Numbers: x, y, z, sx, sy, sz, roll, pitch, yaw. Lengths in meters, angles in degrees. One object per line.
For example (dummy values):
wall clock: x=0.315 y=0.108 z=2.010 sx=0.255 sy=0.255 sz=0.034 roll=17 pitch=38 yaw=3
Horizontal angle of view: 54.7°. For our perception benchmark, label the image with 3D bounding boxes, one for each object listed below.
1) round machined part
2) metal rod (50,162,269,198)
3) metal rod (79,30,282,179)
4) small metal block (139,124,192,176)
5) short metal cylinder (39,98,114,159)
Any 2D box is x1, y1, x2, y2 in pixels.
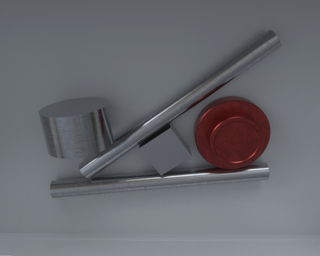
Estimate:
round machined part: x=0.096 y=0.011 z=0.404 sx=0.099 sy=0.042 sz=0.097 roll=0 pitch=110 yaw=-1
metal rod: x=-0.001 y=0.074 z=0.437 sx=0.302 sy=0.025 sz=0.025 roll=-5 pitch=110 yaw=1
metal rod: x=0.017 y=-0.024 z=0.401 sx=0.300 sy=0.025 sz=0.025 roll=-35 pitch=107 yaw=11
small metal block: x=0.007 y=0.028 z=0.419 sx=0.050 sy=0.025 sz=0.050 roll=-34 pitch=107 yaw=11
short metal cylinder: x=-0.101 y=-0.002 z=0.379 sx=0.081 sy=0.080 sz=0.050 roll=-5 pitch=110 yaw=1
